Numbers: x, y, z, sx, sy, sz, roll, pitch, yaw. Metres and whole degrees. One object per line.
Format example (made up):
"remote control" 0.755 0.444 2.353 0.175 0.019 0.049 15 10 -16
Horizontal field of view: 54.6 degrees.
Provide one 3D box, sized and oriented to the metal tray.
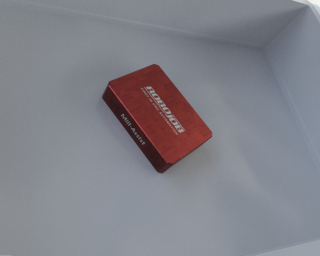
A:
"metal tray" -0.002 -0.017 0.411 0.091 0.030 0.130 -30 79 -38
